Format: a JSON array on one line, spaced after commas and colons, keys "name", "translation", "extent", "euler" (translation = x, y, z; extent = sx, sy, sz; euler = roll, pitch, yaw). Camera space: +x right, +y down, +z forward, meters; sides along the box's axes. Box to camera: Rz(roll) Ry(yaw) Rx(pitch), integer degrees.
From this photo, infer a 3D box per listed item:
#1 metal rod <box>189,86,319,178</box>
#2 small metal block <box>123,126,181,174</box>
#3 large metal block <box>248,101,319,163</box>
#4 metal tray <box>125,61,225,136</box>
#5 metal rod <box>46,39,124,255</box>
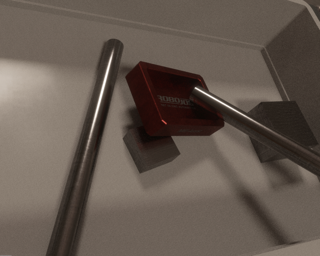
[{"name": "metal rod", "translation": [0.167, 0.028, 0.389], "extent": [0.300, 0.025, 0.025], "euler": [33, 48, 20]}, {"name": "small metal block", "translation": [-0.011, 0.023, 0.387], "extent": [0.050, 0.025, 0.050], "euler": [-17, 71, -35]}, {"name": "large metal block", "translation": [0.188, 0.005, 0.491], "extent": [0.081, 0.050, 0.080], "euler": [-4, 64, -31]}, {"name": "metal tray", "translation": [0.024, -0.035, 0.415], "extent": [0.131, 0.030, 0.090], "euler": [1, 60, -46]}, {"name": "metal rod", "translation": [-0.079, 0.005, 0.360], "extent": [0.025, 0.025, 0.300], "euler": [19, 54, -18]}]
